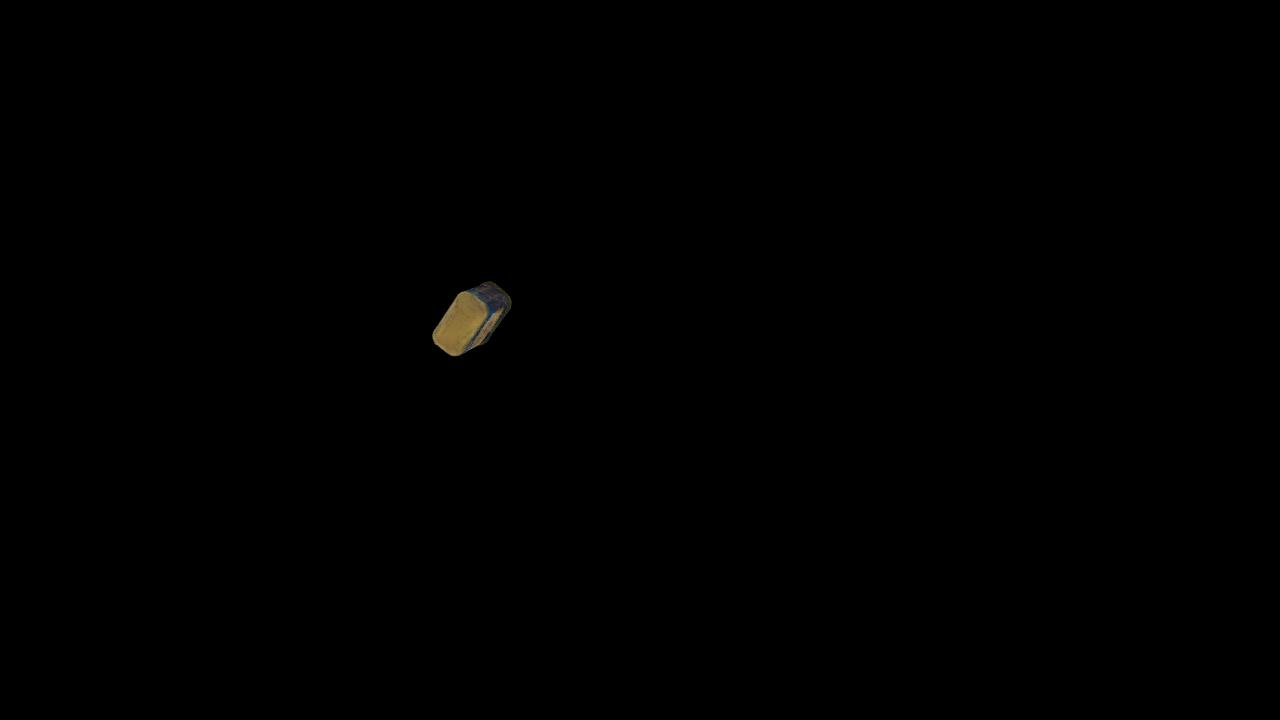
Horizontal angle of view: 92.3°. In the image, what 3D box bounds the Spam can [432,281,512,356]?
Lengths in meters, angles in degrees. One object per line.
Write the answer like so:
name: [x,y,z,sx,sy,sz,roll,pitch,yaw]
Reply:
Spam can: [-0.245,-0.059,0.899,0.058,0.101,0.085,38,18,-2]
